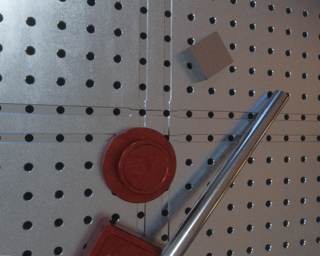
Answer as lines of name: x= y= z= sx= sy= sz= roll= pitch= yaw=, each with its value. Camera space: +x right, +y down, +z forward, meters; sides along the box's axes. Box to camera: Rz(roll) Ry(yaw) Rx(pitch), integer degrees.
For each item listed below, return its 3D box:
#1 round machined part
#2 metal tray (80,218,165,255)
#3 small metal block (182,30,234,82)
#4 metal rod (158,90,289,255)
round machined part: x=-0.024 y=0.048 z=0.396 sx=0.099 sy=0.042 sz=0.097 roll=0 pitch=90 yaw=-21
metal tray: x=-0.038 y=0.185 z=0.397 sx=0.130 sy=0.030 sz=0.090 roll=33 pitch=79 yaw=-18
small metal block: x=0.068 y=-0.101 z=0.439 sx=0.050 sy=0.025 sz=0.050 roll=-35 pitch=102 yaw=-17
metal rod: x=0.099 y=0.058 z=0.434 sx=0.025 sy=0.025 sz=0.301 roll=46 pitch=69 yaw=-15
